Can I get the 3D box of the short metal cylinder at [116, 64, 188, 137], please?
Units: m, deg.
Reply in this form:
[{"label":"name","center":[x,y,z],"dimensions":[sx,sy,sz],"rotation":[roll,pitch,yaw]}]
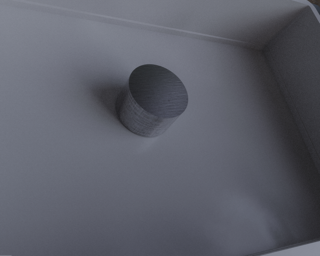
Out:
[{"label":"short metal cylinder","center":[-0.011,-0.035,0.402],"dimensions":[0.081,0.050,0.080],"rotation":[13,56,-21]}]
